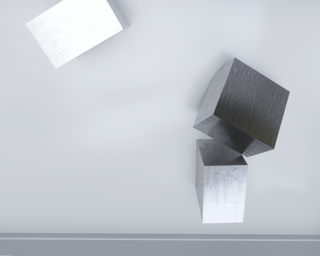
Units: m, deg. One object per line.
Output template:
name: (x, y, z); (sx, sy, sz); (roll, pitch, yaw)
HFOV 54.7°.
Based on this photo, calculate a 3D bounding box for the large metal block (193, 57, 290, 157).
large metal block: (0.097, -0.022, 0.370); (0.080, 0.050, 0.080); (29, 67, -11)

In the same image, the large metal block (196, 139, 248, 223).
large metal block: (0.077, 0.067, 0.408); (0.050, 0.080, 0.079); (-1, 110, 0)

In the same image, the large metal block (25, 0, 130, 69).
large metal block: (-0.084, -0.113, 0.339); (0.080, 0.080, 0.050); (-28, 108, 9)
